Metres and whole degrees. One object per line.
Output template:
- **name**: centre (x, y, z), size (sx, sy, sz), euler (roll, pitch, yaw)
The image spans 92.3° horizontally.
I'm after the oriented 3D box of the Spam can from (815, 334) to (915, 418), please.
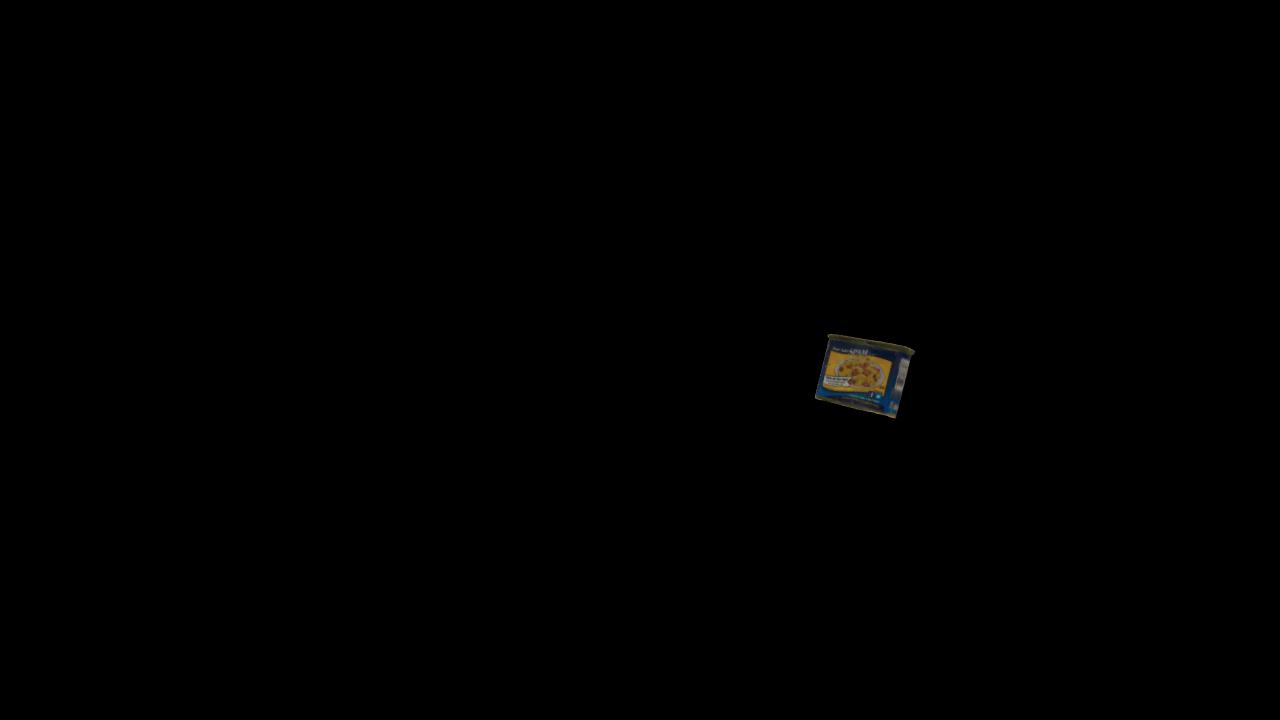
- **Spam can**: centre (0.275, 0.019, 0.761), size (0.101, 0.085, 0.058), euler (14, 1, 44)
